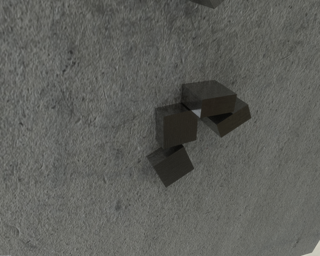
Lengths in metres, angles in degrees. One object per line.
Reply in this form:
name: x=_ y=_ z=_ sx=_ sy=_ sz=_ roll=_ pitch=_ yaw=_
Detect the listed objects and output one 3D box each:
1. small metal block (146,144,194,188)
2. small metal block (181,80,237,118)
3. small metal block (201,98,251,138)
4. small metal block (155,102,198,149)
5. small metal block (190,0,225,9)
small metal block: x=0.016 y=0.050 z=0.446 sx=0.050 sy=0.025 sz=0.050 roll=-33 pitch=129 yaw=-7
small metal block: x=0.062 y=-0.039 z=0.400 sx=0.050 sy=0.050 sz=0.025 roll=-11 pitch=123 yaw=-23
small metal block: x=0.087 y=-0.021 z=0.425 sx=0.050 sy=0.050 sz=0.025 roll=-32 pitch=129 yaw=-7
small metal block: x=0.022 y=-0.005 z=0.416 sx=0.050 sy=0.025 sz=0.050 roll=-14 pitch=124 yaw=-21
small metal block: x=0.041 y=-0.155 z=0.317 sx=0.025 sy=0.050 sz=0.050 roll=-42 pitch=130 yaw=1
